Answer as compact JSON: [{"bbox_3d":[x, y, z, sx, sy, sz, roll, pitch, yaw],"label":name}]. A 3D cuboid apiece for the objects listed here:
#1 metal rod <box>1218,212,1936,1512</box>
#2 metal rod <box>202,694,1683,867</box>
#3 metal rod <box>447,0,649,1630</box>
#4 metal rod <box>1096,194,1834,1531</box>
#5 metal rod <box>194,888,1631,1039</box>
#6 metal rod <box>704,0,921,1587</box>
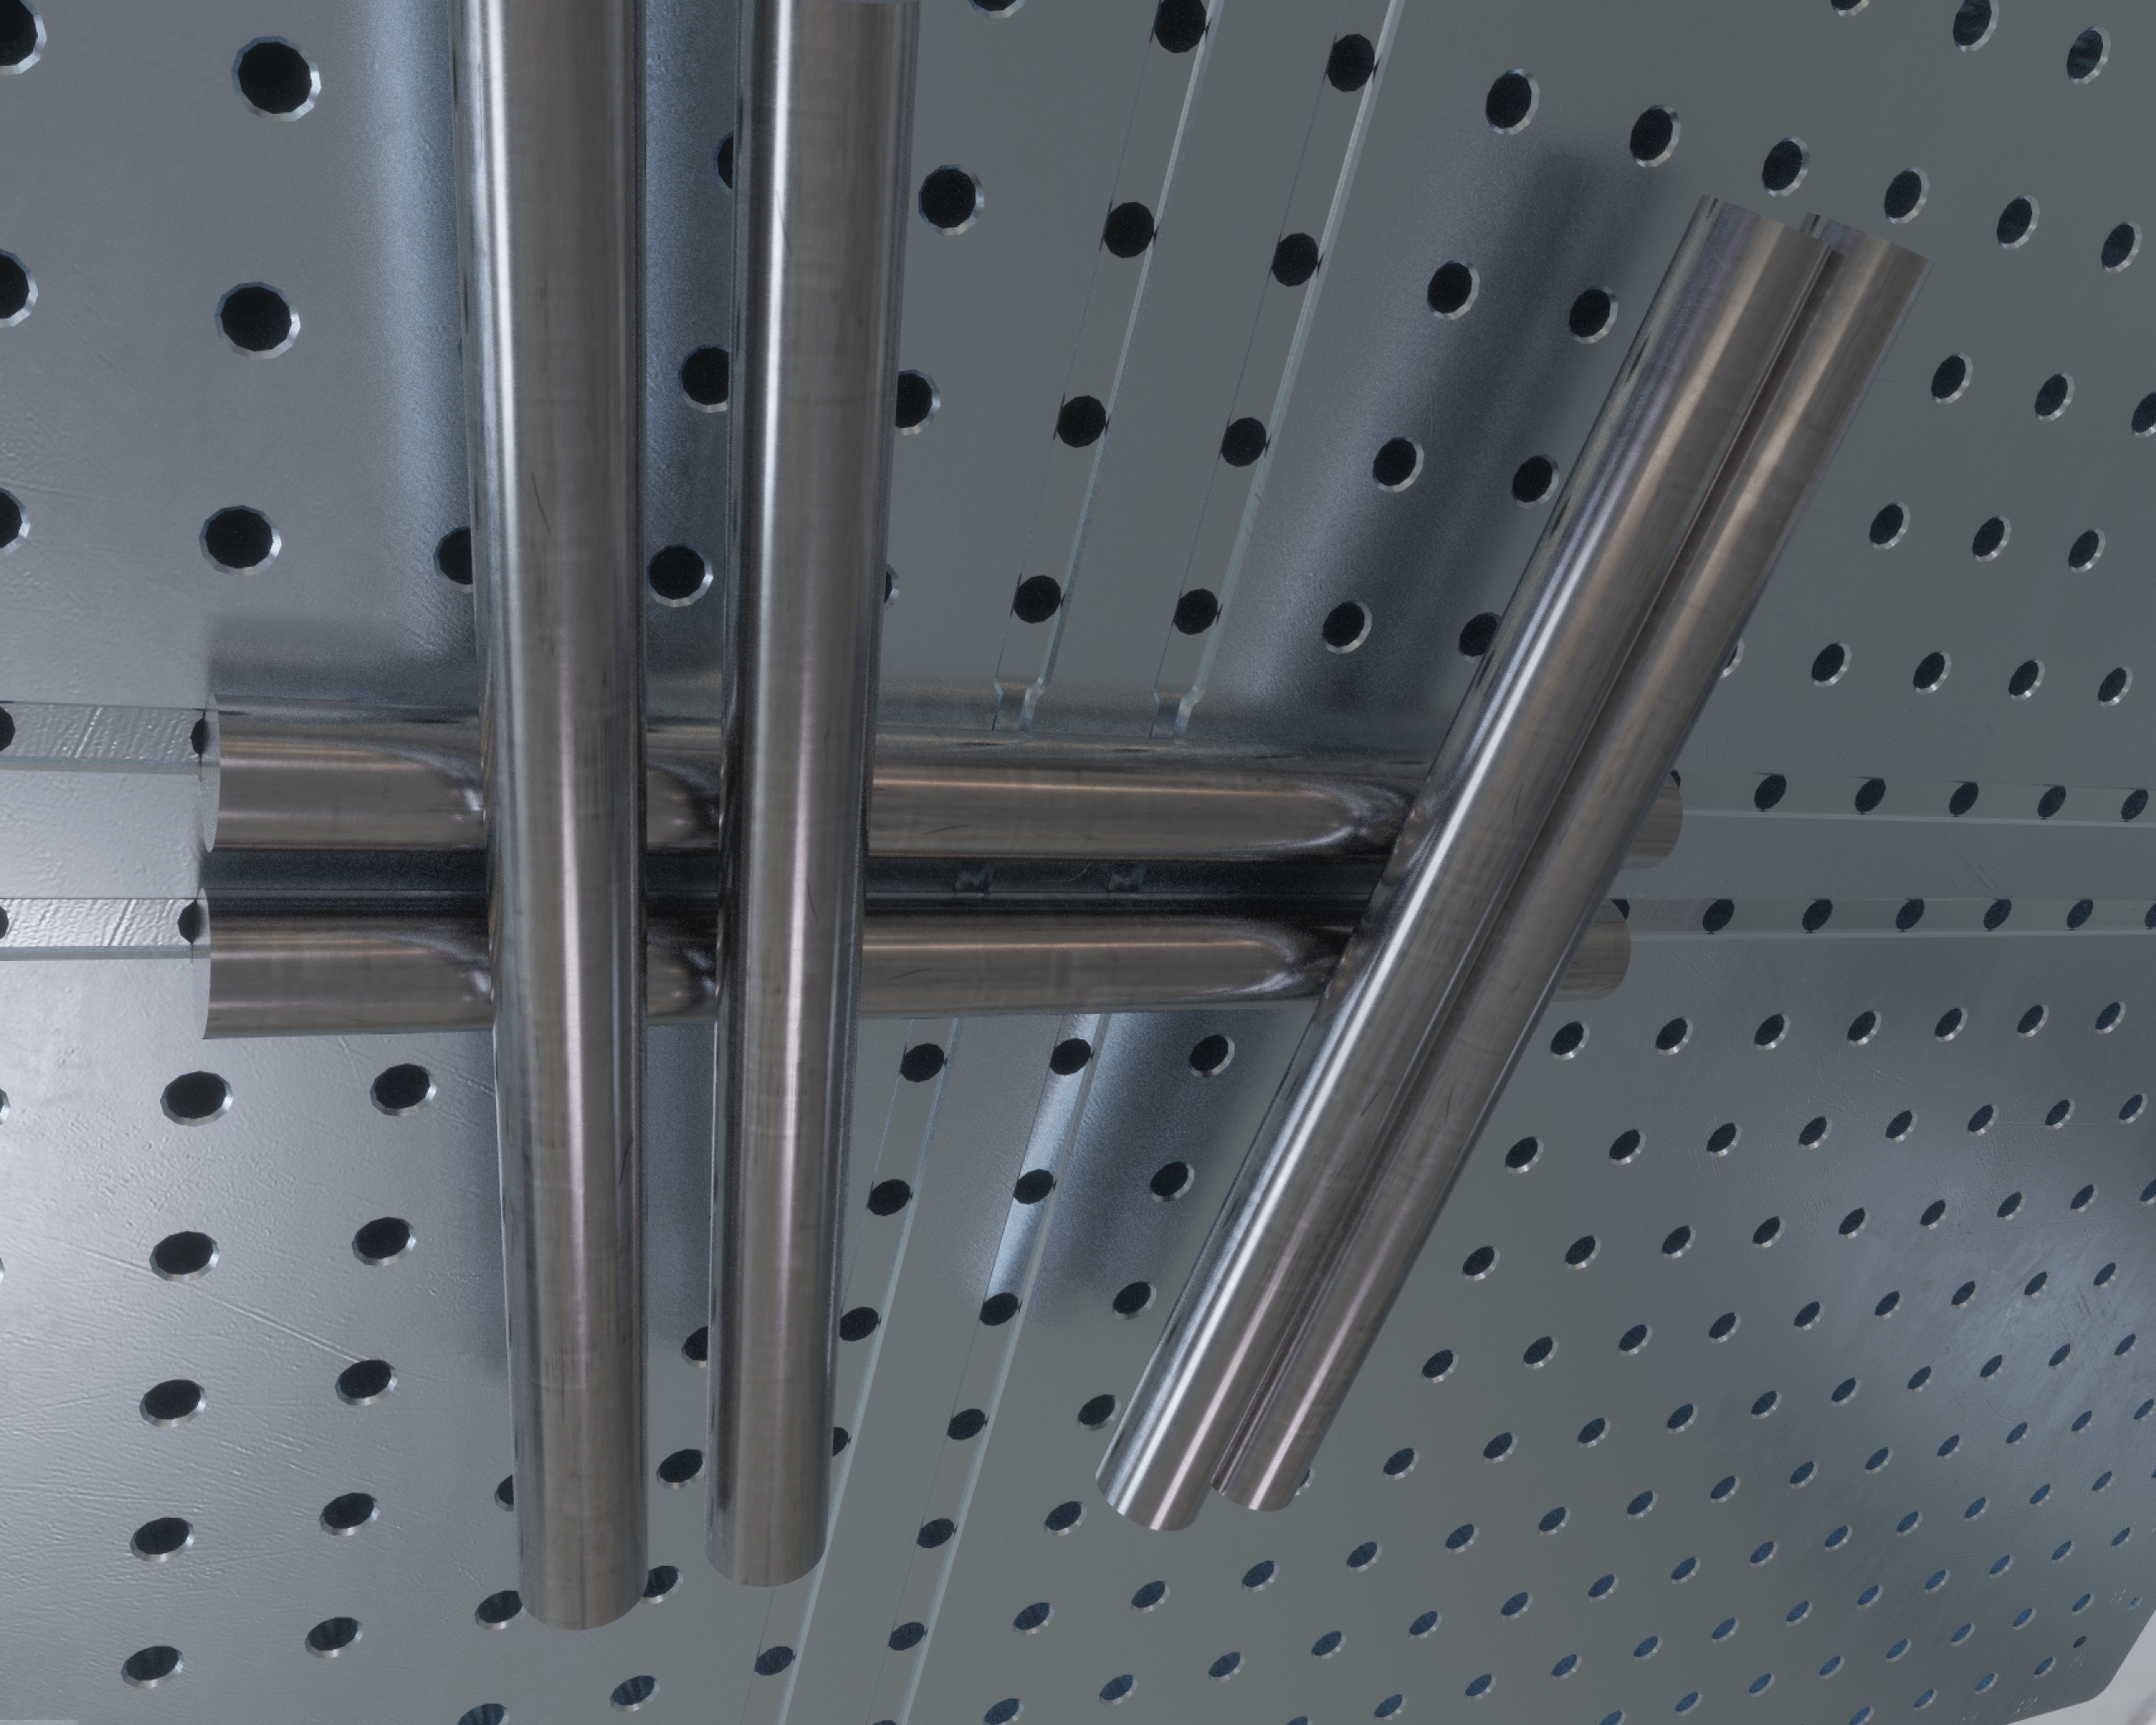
[{"bbox_3d":[0.093,0.014,0.438,0.025,0.025,0.298,9,114,-32],"label":"metal rod"},{"bbox_3d":[-0.004,-0.012,0.401,0.302,0.025,0.025,1,118,-29],"label":"metal rod"},{"bbox_3d":[-0.083,0.012,0.341,0.025,0.025,0.298,-8,122,-24],"label":"metal rod"},{"bbox_3d":[0.070,0.014,0.426,0.025,0.025,0.298,9,114,-32],"label":"metal rod"},{"bbox_3d":[-0.012,0.018,0.416,0.302,0.025,0.025,1,118,-29],"label":"metal rod"},{"bbox_3d":[-0.049,0.010,0.358,0.025,0.025,0.298,-8,122,-24],"label":"metal rod"}]
